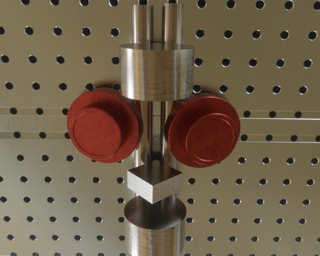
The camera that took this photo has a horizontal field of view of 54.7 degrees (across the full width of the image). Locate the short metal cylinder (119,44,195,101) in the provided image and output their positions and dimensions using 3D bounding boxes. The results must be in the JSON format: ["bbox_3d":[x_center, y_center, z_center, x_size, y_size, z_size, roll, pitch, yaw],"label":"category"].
[{"bbox_3d":[-0.003,-0.064,0.337,0.081,0.080,0.050,1,110,-1],"label":"short metal cylinder"}]

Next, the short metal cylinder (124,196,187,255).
[{"bbox_3d":[-0.006,0.128,0.408,0.081,0.080,0.050,1,110,-1],"label":"short metal cylinder"}]

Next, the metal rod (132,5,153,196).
[{"bbox_3d":[-0.022,-0.003,0.411,0.025,0.025,0.298,1,110,0],"label":"metal rod"}]

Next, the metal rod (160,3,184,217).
[{"bbox_3d":[0.013,-0.005,0.411,0.025,0.025,0.298,1,110,0],"label":"metal rod"}]

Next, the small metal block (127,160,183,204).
[{"bbox_3d":[-0.007,0.067,0.400,0.050,0.050,0.025,-16,116,-39],"label":"small metal block"}]

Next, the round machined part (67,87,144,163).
[{"bbox_3d":[-0.074,0.001,0.391,0.098,0.042,0.097,5,111,13],"label":"round machined part"}]

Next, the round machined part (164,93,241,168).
[{"bbox_3d":[0.058,0.008,0.393,0.099,0.042,0.097,-6,111,-14],"label":"round machined part"}]
